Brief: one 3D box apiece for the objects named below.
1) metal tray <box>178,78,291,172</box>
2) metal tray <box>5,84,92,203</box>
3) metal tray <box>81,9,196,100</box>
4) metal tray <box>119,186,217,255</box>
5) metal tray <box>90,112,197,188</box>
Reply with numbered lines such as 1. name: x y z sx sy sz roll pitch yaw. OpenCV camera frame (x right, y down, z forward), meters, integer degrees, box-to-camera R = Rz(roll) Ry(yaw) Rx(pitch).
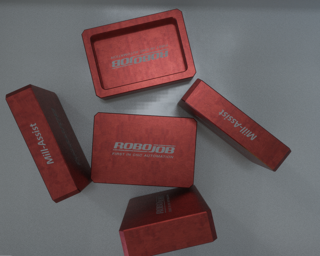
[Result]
1. metal tray: 0.084 -0.004 0.377 0.130 0.090 0.030 38 91 -1
2. metal tray: -0.127 0.017 0.375 0.030 0.090 0.129 -25 91 -1
3. metal tray: -0.027 -0.095 0.407 0.131 0.030 0.089 -13 90 -1
4. metal tray: 0.007 0.101 0.356 0.091 0.130 0.030 -12 91 -1
5. metal tray: -0.020 0.028 0.406 0.131 0.030 0.089 3 90 -1
